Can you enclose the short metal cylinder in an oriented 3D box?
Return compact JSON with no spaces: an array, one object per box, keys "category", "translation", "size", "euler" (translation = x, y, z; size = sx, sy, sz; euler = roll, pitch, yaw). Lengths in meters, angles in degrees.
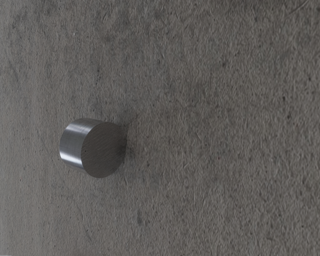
[{"category":"short metal cylinder","translation":[-0.096,0.027,0.448],"size":[0.050,0.081,0.079],"euler":[10,97,39]}]
